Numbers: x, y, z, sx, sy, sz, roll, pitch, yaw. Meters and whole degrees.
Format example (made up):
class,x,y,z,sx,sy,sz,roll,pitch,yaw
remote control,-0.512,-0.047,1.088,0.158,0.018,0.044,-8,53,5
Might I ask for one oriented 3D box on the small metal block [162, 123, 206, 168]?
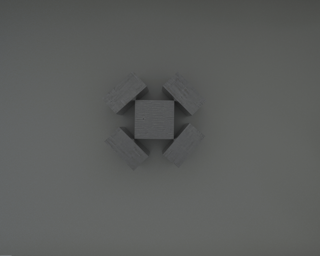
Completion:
class,x,y,z,sx,sy,sz,roll,pitch,yaw
small metal block,0.029,0.021,0.397,0.025,0.050,0.050,40,89,-1

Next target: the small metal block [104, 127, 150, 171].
class,x,y,z,sx,sy,sz,roll,pitch,yaw
small metal block,-0.040,0.025,0.397,0.025,0.050,0.050,-45,90,1

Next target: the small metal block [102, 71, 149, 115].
class,x,y,z,sx,sy,sz,roll,pitch,yaw
small metal block,-0.042,-0.043,0.396,0.050,0.050,0.025,-42,90,1

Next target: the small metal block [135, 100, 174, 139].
class,x,y,z,sx,sy,sz,roll,pitch,yaw
small metal block,-0.007,-0.011,0.409,0.050,0.025,0.050,1,90,0

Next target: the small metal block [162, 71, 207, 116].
class,x,y,z,sx,sy,sz,roll,pitch,yaw
small metal block,0.029,-0.042,0.397,0.025,0.050,0.050,-45,91,-1
